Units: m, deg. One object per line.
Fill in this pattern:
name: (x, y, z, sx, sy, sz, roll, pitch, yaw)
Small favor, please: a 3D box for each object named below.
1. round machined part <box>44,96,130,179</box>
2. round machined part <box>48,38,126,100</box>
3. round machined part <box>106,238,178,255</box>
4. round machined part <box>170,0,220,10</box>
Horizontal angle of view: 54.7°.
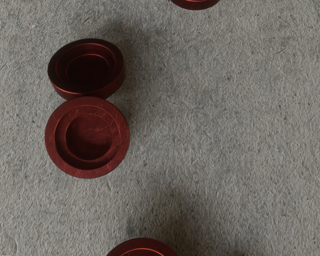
round machined part: (-0.086, 0.010, 0.383, 0.099, 0.042, 0.097, 0, 93, -3)
round machined part: (-0.095, -0.072, 0.418, 0.099, 0.042, 0.098, -1, 58, 1)
round machined part: (-0.019, 0.171, 0.336, 0.099, 0.042, 0.098, 0, 70, 0)
round machined part: (0.056, -0.238, 0.486, 0.099, 0.042, 0.098, 0, 70, 0)
